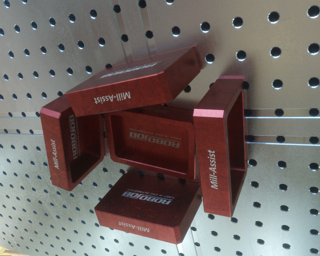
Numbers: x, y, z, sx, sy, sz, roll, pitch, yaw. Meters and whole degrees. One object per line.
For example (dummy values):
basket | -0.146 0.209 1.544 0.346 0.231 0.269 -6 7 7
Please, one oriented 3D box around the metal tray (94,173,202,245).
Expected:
metal tray | -0.015 0.110 0.446 0.130 0.090 0.030 4 120 26

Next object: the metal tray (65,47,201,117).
metal tray | -0.030 -0.052 0.353 0.130 0.090 0.030 -6 115 31

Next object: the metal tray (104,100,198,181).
metal tray | -0.009 0.015 0.421 0.130 0.030 0.089 11 123 22

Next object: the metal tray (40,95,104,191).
metal tray | -0.119 0.013 0.441 0.030 0.090 0.129 17 125 19

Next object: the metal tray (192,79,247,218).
metal tray | 0.071 0.021 0.344 0.030 0.090 0.129 4 120 26
